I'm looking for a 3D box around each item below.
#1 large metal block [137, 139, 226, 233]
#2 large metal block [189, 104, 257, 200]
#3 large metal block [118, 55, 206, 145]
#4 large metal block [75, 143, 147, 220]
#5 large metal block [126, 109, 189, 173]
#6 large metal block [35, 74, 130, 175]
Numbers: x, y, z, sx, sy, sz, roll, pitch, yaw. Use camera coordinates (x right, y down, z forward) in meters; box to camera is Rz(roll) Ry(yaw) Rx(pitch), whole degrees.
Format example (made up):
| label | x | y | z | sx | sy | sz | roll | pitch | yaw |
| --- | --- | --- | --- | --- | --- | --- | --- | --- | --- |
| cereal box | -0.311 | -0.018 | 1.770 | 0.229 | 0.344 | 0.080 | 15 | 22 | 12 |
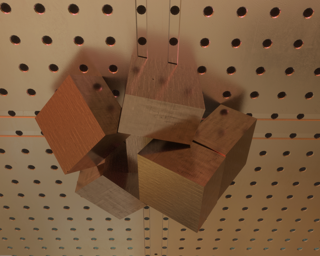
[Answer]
| label | x | y | z | sx | sy | sz | roll | pitch | yaw |
| --- | --- | --- | --- | --- | --- | --- | --- | --- | --- |
| large metal block | 0.023 | 0.060 | 0.355 | 0.080 | 0.050 | 0.080 | 23 | 134 | 25 |
| large metal block | 0.074 | 0.030 | 0.390 | 0.050 | 0.080 | 0.080 | 26 | 136 | 28 |
| large metal block | 0.001 | -0.033 | 0.348 | 0.080 | 0.080 | 0.050 | 10 | 129 | -8 |
| large metal block | -0.062 | 0.066 | 0.429 | 0.050 | 0.080 | 0.080 | -33 | 123 | 24 |
| large metal block | -0.001 | 0.014 | 0.407 | 0.080 | 0.050 | 0.080 | 1 | 130 | -1 |
| large metal block | -0.089 | -0.005 | 0.362 | 0.080 | 0.080 | 0.050 | -41 | 163 | 29 |
